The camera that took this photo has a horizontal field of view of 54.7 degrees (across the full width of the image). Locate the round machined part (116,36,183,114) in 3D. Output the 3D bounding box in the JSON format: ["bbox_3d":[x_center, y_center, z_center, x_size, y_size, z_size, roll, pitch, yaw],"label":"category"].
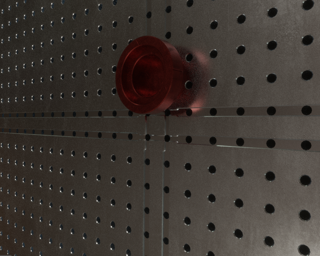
[{"bbox_3d":[-0.009,-0.067,0.404,0.098,0.042,0.097,0,90,39],"label":"round machined part"}]
